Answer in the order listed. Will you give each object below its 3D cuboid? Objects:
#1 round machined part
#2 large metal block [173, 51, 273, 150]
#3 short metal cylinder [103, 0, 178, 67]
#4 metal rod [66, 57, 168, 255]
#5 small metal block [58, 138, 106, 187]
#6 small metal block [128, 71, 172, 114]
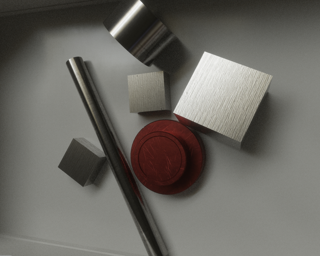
[{"bbox_3d":[0.006,0.037,0.399,0.098,0.042,0.097,0,90,19],"label":"round machined part"},{"bbox_3d":[0.073,-0.031,0.361,0.080,0.050,0.080,25,83,18],"label":"large metal block"},{"bbox_3d":[-0.024,-0.123,0.389,0.050,0.080,0.080,-44,77,14],"label":"short metal cylinder"},{"bbox_3d":[-0.063,0.036,0.431,0.025,0.025,0.299,-28,81,17],"label":"metal rod"},{"bbox_3d":[-0.111,0.048,0.448,0.050,0.025,0.050,33,100,16],"label":"small metal block"},{"bbox_3d":[-0.014,-0.047,0.414,0.050,0.025,0.050,-4,89,19],"label":"small metal block"}]
